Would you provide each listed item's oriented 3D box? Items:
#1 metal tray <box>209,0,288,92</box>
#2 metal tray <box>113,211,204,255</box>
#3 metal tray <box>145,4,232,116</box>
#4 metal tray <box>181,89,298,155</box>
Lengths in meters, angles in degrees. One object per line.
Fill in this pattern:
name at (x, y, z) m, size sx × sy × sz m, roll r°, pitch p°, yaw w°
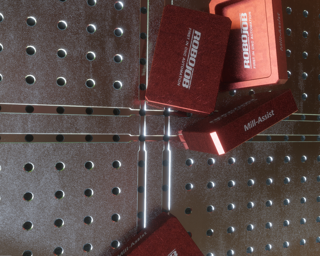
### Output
metal tray at (0.118, -0.119, 0.421) m, size 0.030 × 0.090 × 0.129 m, roll -9°, pitch 94°, yaw -48°
metal tray at (-0.011, 0.186, 0.407) m, size 0.131 × 0.030 × 0.090 m, roll -37°, pitch 102°, yaw -16°
metal tray at (0.037, -0.088, 0.410) m, size 0.091 × 0.030 × 0.129 m, roll 12°, pitch 86°, yaw -2°
metal tray at (0.105, -0.010, 0.418) m, size 0.131 × 0.090 × 0.030 m, roll -27°, pitch 100°, yaw -18°
